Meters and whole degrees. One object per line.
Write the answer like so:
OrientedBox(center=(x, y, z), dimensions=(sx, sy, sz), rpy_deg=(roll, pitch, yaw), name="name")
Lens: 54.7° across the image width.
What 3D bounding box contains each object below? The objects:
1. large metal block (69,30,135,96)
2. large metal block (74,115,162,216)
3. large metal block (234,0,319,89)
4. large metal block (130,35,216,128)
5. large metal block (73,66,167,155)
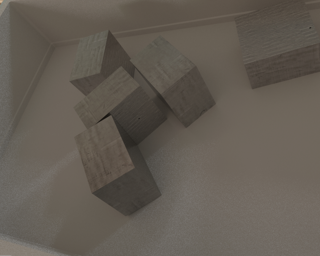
OrientedBox(center=(-0.082, -0.084, 0.463), dimensions=(0.050, 0.080, 0.080), rpy_deg=(-10, 58, 23), name="large metal block")
OrientedBox(center=(-0.049, 0.046, 0.364), dimensions=(0.050, 0.080, 0.080), rpy_deg=(-31, 52, 2), name="large metal block")
OrientedBox(center=(0.142, -0.103, 0.378), dimensions=(0.080, 0.050, 0.080), rpy_deg=(-14, 56, 20), name="large metal block")
OrientedBox(center=(0.017, -0.058, 0.396), dimensions=(0.050, 0.080, 0.080), rpy_deg=(-40, 51, 1), name="large metal block")
OrientedBox(center=(-0.050, -0.019, 0.407), dimensions=(0.080, 0.080, 0.050), rpy_deg=(-41, 51, 0), name="large metal block")
